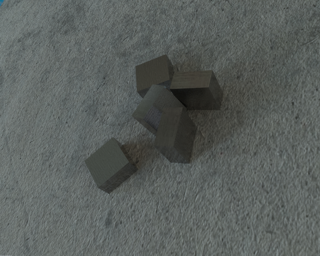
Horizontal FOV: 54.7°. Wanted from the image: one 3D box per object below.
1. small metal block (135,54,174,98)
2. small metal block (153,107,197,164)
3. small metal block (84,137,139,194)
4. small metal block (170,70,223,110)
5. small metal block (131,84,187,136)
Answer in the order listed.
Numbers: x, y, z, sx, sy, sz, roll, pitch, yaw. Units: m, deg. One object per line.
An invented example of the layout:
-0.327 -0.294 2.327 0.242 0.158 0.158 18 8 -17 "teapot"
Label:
-0.007 -0.073 0.452 0.050 0.025 0.050 -18 55 17 "small metal block"
0.020 0.010 0.371 0.025 0.050 0.050 1 62 29 "small metal block"
-0.064 0.049 0.408 0.050 0.025 0.050 -40 51 1 "small metal block"
0.047 -0.046 0.391 0.050 0.050 0.025 1 62 28 "small metal block"
0.000 -0.020 0.397 0.025 0.050 0.050 17 70 50 "small metal block"
